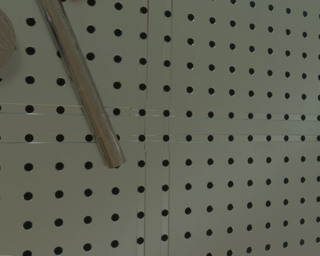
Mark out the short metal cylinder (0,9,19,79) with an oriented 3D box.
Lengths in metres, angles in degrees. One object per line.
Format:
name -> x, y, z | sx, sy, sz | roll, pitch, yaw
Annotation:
short metal cylinder -> -0.195, -0.090, 0.327 | 0.081, 0.050, 0.079 | 0, 90, -20

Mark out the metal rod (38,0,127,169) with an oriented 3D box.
metal rod -> -0.107, -0.092, 0.373 | 0.025, 0.025, 0.298 | -24, 98, -19
